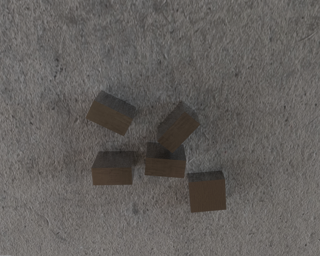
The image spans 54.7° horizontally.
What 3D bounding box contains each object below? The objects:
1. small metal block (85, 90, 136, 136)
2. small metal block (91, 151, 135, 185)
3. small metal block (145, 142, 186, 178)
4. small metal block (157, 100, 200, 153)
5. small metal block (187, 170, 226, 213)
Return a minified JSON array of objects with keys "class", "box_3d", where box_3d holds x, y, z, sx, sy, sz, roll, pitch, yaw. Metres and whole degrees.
[{"class":"small metal block","box_3d":[-0.060,-0.020,0.389,0.050,0.050,0.025,26,108,-9]},{"class":"small metal block","box_3d":[-0.061,0.053,0.415,0.050,0.050,0.025,-1,110,0]},{"class":"small metal block","box_3d":[0.007,0.042,0.412,0.050,0.050,0.025,5,110,-2]},{"class":"small metal block","box_3d":[0.022,-0.003,0.395,0.025,0.050,0.050,39,105,-13]},{"class":"small metal block","box_3d":[0.067,0.091,0.444,0.050,0.025,0.050,-6,110,2]}]
